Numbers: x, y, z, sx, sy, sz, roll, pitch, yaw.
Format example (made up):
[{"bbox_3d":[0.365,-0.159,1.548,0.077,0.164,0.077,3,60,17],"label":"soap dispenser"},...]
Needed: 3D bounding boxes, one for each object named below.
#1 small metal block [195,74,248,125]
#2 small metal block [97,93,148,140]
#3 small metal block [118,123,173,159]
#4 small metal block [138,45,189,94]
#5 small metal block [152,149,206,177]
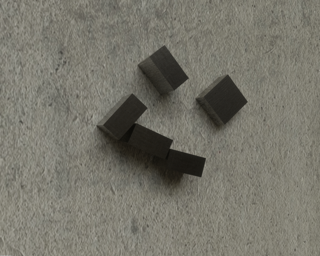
[{"bbox_3d":[0.088,-0.040,0.441,0.050,0.025,0.050,-43,104,-15],"label":"small metal block"},{"bbox_3d":[-0.048,-0.014,0.378,0.025,0.050,0.050,44,76,-15],"label":"small metal block"},{"bbox_3d":[-0.019,0.016,0.389,0.050,0.050,0.025,25,82,-18],"label":"small metal block"},{"bbox_3d":[0.003,-0.073,0.397,0.025,0.050,0.050,-42,103,-15],"label":"small metal block"},{"bbox_3d":[0.024,0.043,0.404,0.050,0.050,0.025,16,85,-20],"label":"small metal block"}]
